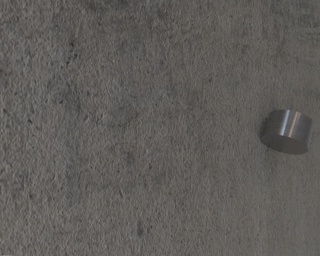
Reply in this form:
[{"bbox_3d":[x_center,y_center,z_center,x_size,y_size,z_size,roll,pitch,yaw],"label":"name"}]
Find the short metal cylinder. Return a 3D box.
[{"bbox_3d":[0.231,0.009,0.563,0.080,0.080,0.050,36,68,-34],"label":"short metal cylinder"}]
